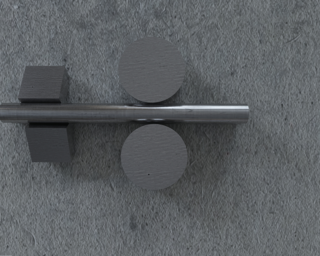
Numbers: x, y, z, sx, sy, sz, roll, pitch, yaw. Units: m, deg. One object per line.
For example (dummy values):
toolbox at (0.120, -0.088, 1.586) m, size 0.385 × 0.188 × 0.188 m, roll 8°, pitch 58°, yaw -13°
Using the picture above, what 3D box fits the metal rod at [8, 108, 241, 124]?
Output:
metal rod at (-0.044, -0.018, 0.411) m, size 0.302 × 0.025 × 0.025 m, roll 0°, pitch 90°, yaw 0°

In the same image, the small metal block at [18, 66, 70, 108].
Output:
small metal block at (-0.148, -0.053, 0.400) m, size 0.050 × 0.025 × 0.050 m, roll 0°, pitch 63°, yaw 0°

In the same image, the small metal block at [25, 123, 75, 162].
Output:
small metal block at (-0.140, 0.016, 0.400) m, size 0.050 × 0.025 × 0.050 m, roll 0°, pitch 117°, yaw -1°

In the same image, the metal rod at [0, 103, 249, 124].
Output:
metal rod at (-0.043, -0.018, 0.386) m, size 0.302 × 0.025 × 0.025 m, roll 0°, pitch 90°, yaw 0°

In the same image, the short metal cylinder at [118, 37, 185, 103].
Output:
short metal cylinder at (-0.010, -0.071, 0.398) m, size 0.081 × 0.050 × 0.079 m, roll 0°, pitch 90°, yaw 0°

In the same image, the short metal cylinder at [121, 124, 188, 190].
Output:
short metal cylinder at (-0.007, 0.035, 0.398) m, size 0.081 × 0.050 × 0.079 m, roll 0°, pitch 90°, yaw 0°
